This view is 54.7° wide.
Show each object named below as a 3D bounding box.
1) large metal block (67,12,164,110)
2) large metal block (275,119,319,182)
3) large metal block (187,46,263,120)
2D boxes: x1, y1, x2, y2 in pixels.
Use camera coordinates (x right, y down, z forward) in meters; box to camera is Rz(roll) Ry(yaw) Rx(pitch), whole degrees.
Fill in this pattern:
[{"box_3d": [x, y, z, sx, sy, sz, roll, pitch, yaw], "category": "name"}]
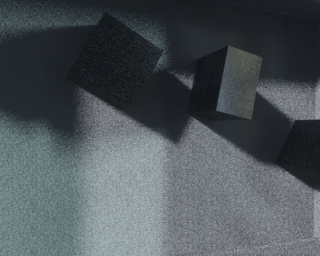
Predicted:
[{"box_3d": [-0.055, -0.077, 0.377, 0.080, 0.050, 0.080, 30, 80, -18], "category": "large metal block"}, {"box_3d": [0.236, 0.034, 0.468, 0.050, 0.080, 0.080, 32, 80, -17], "category": "large metal block"}, {"box_3d": [0.083, -0.054, 0.412, 0.050, 0.080, 0.080, 13, 86, -20], "category": "large metal block"}]
